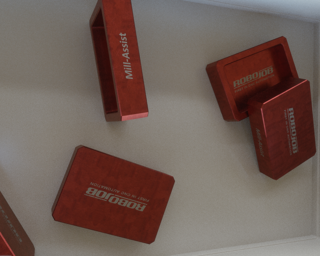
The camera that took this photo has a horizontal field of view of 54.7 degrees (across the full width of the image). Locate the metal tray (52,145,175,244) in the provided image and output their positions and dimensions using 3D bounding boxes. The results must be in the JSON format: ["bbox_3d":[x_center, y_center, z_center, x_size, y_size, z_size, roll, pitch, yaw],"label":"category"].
[{"bbox_3d":[-0.056,0.084,0.388,0.131,0.030,0.090,22,83,-19],"label":"metal tray"}]

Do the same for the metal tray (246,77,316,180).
[{"bbox_3d":[0.182,0.001,0.456,0.091,0.030,0.129,-28,117,-17],"label":"metal tray"}]

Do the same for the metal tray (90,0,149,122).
[{"bbox_3d":[-0.050,-0.073,0.357,0.030,0.090,0.129,-10,94,-20],"label":"metal tray"}]

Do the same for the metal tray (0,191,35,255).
[{"bbox_3d":[-0.174,0.093,0.312,0.030,0.090,0.129,-29,100,-18],"label":"metal tray"}]

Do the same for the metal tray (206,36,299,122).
[{"bbox_3d":[0.142,-0.073,0.461,0.131,0.030,0.090,-24,98,-19],"label":"metal tray"}]
